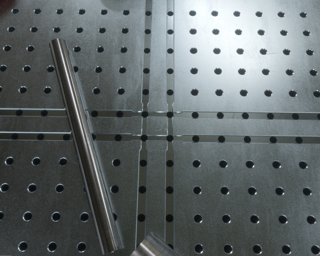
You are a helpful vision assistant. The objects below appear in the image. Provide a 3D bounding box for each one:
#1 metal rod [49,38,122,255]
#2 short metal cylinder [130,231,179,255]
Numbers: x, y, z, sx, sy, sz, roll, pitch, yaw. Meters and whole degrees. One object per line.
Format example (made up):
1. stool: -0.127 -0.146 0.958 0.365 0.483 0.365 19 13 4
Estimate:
1. metal rod: -0.103 0.010 0.407 0.025 0.025 0.299 -17 71 -6
2. short metal cylinder: -0.016 0.157 0.325 0.050 0.080 0.080 39 75 13
